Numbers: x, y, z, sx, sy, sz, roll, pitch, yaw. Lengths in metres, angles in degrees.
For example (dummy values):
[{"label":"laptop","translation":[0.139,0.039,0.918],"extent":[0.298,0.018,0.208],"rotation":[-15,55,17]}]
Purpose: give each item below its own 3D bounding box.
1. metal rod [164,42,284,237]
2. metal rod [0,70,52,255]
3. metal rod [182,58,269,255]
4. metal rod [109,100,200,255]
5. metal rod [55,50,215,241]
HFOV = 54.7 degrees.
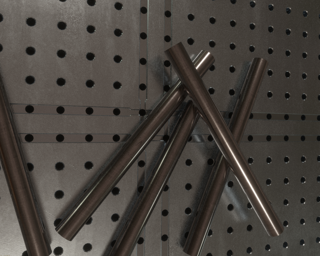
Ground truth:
[{"label":"metal rod","translation":[0.092,0.023,0.420],"extent":[0.025,0.025,0.299],"rotation":[-35,102,-17]},{"label":"metal rod","translation":[-0.174,0.005,0.348],"extent":[0.025,0.025,0.298],"rotation":[-16,95,-20]},{"label":"metal rod","translation":[0.098,0.037,0.450],"extent":[0.025,0.025,0.299],"rotation":[24,82,-19]},{"label":"metal rod","translation":[-0.018,0.098,0.407],"extent":[0.025,0.025,0.299],"rotation":[31,80,-18]},{"label":"metal rod","translation":[-0.024,0.013,0.404],"extent":[0.025,0.025,0.300],"rotation":[42,76,-16]}]
